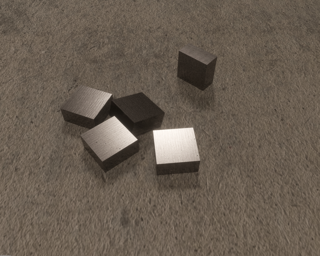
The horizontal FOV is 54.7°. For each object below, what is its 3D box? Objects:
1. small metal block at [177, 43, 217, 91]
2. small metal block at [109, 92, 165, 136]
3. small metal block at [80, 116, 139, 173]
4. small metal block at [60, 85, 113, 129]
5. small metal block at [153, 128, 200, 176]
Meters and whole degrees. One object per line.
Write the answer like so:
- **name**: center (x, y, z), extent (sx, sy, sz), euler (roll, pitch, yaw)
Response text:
- **small metal block**: center (0.054, -0.091, 0.464), extent (0.050, 0.050, 0.025), euler (33, 58, 24)
- **small metal block**: center (-0.031, -0.019, 0.410), extent (0.050, 0.025, 0.050), euler (-20, 51, -37)
- **small metal block**: center (-0.062, 0.019, 0.386), extent (0.050, 0.025, 0.050), euler (-32, 57, -24)
- **small metal block**: center (-0.098, -0.028, 0.426), extent (0.050, 0.025, 0.050), euler (18, 52, 14)
- **small metal block**: center (0.019, 0.028, 0.380), extent (0.050, 0.025, 0.050), euler (-4, 50, -4)
